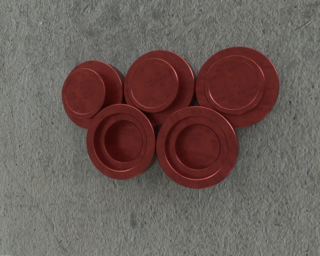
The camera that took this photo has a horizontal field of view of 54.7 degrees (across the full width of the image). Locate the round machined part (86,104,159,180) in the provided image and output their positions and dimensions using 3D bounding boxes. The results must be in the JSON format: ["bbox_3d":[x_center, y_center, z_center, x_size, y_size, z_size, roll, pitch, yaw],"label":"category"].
[{"bbox_3d":[-0.045,0.018,0.416,0.098,0.042,0.097,0,90,19],"label":"round machined part"}]

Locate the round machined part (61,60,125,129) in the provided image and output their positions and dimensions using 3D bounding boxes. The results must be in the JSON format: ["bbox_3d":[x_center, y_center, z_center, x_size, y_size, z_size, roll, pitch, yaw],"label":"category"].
[{"bbox_3d":[-0.097,-0.047,0.434,0.098,0.042,0.097,0,90,19],"label":"round machined part"}]

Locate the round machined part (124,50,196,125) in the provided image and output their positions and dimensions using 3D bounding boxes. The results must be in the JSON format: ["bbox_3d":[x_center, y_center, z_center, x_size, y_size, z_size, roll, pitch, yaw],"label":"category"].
[{"bbox_3d":[-0.003,-0.053,0.402,0.098,0.042,0.097,0,90,19],"label":"round machined part"}]

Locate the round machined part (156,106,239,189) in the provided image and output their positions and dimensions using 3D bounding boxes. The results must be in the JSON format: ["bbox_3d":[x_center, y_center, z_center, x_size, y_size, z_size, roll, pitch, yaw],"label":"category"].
[{"bbox_3d":[0.048,0.023,0.384,0.098,0.042,0.097,0,90,19],"label":"round machined part"}]

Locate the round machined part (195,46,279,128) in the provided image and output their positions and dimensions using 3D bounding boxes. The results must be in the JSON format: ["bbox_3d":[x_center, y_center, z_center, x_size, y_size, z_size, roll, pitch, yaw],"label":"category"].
[{"bbox_3d":[0.090,-0.049,0.369,0.098,0.042,0.097,0,90,19],"label":"round machined part"}]
